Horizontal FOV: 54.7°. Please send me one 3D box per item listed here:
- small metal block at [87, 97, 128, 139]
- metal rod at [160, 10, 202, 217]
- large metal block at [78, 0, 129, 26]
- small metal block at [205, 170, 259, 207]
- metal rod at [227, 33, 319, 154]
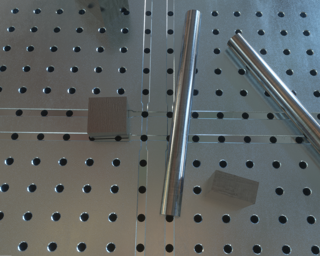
[{"bbox_3d":[-0.069,-0.014,0.416,0.050,0.025,0.050,-2,70,-1],"label":"small metal block"},{"bbox_3d":[0.032,-0.034,0.423,0.025,0.025,0.299,7,70,2],"label":"metal rod"},{"bbox_3d":[-0.095,-0.216,0.461,0.050,0.080,0.080,-42,75,-13],"label":"large metal block"},{"bbox_3d":[0.085,0.074,0.372,0.050,0.050,0.025,16,71,5],"label":"small metal block"},{"bbox_3d":[0.191,-0.013,0.417,0.025,0.025,0.299,-31,73,-11],"label":"metal rod"}]
